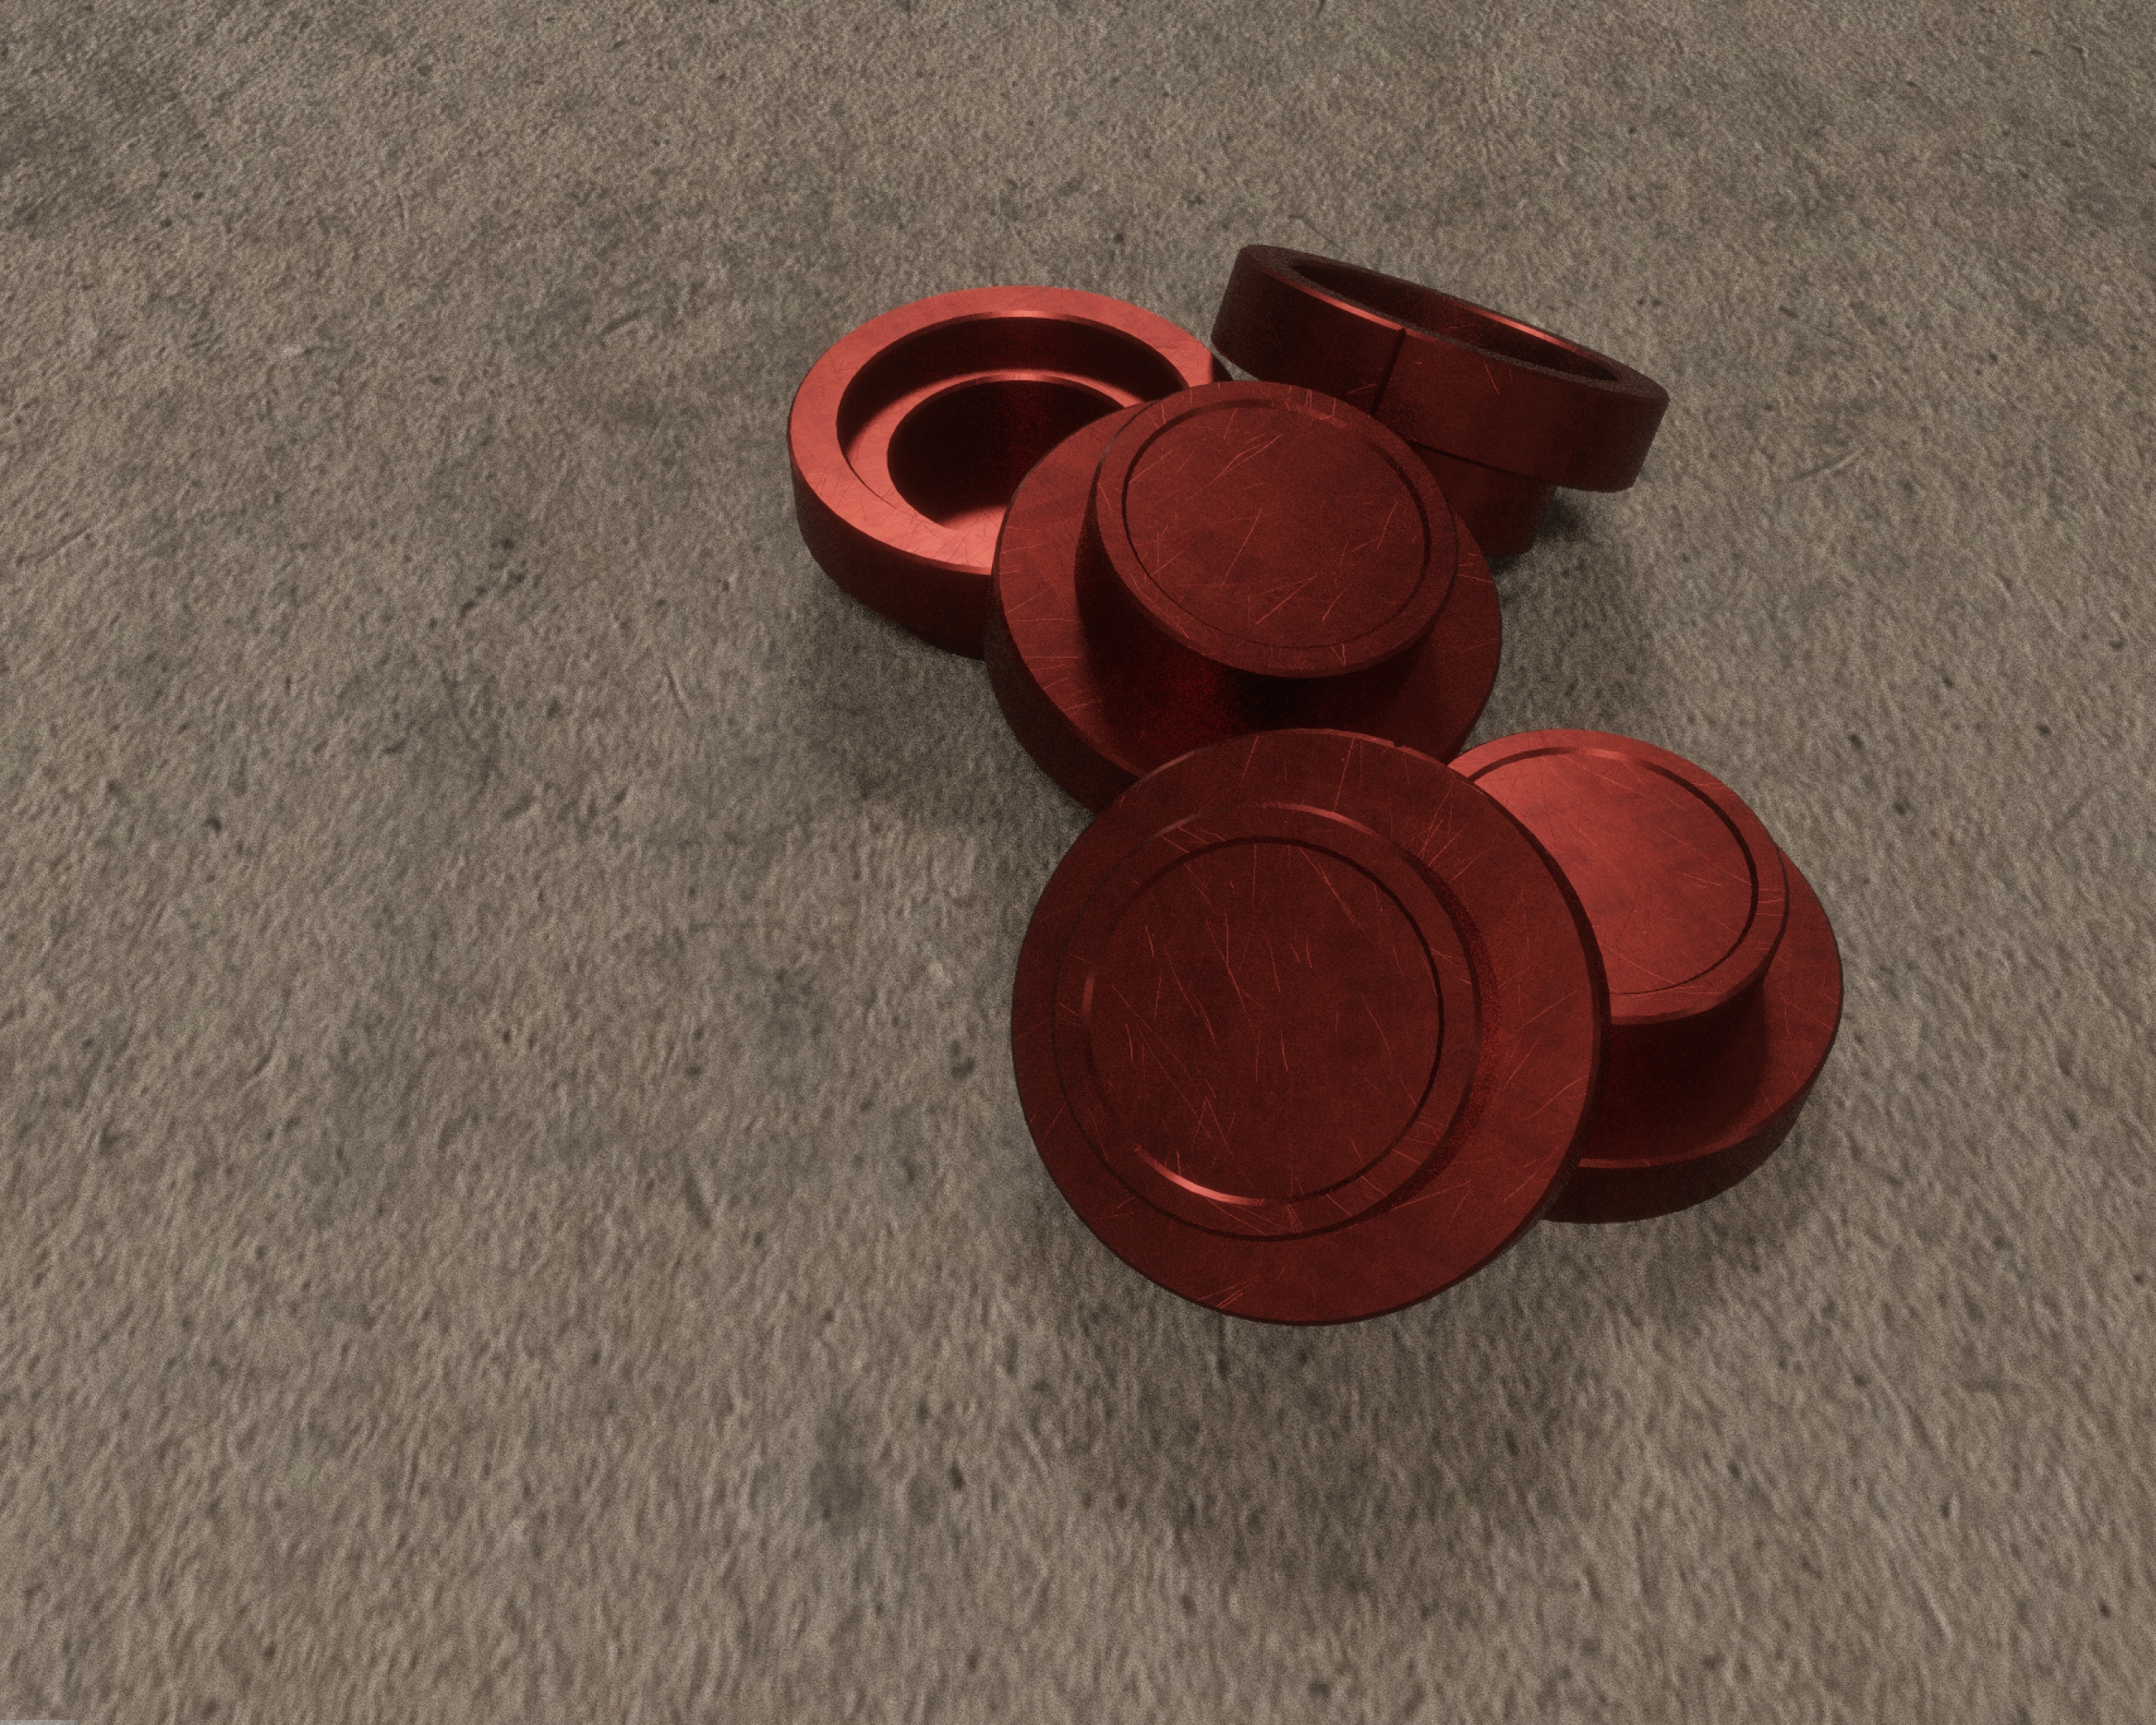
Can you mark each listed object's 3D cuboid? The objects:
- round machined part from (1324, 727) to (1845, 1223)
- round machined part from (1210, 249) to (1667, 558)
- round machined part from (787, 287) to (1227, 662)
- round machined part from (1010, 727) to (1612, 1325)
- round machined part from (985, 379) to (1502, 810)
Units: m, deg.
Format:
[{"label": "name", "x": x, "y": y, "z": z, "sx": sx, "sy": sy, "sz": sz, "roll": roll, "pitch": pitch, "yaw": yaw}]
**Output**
[{"label": "round machined part", "x": 0.091, "y": 0.013, "z": 0.383, "sx": 0.099, "sy": 0.042, "sz": 0.098, "roll": 0, "pitch": 50, "yaw": 0}, {"label": "round machined part", "x": 0.075, "y": -0.100, "z": 0.460, "sx": 0.099, "sy": 0.042, "sz": 0.098, "roll": 16, "pitch": 23, "yaw": -7}, {"label": "round machined part", "x": -0.013, "y": -0.082, "z": 0.462, "sx": 0.099, "sy": 0.042, "sz": 0.098, "roll": 0, "pitch": 50, "yaw": 0}, {"label": "round machined part", "x": 0.035, "y": 0.026, "z": 0.339, "sx": 0.098, "sy": 0.042, "sz": 0.097, "roll": -2, "pitch": 83, "yaw": 19}, {"label": "round machined part", "x": 0.033, "y": -0.052, "z": 0.395, "sx": 0.099, "sy": 0.042, "sz": 0.098, "roll": 4, "pitch": 60, "yaw": -7}]
